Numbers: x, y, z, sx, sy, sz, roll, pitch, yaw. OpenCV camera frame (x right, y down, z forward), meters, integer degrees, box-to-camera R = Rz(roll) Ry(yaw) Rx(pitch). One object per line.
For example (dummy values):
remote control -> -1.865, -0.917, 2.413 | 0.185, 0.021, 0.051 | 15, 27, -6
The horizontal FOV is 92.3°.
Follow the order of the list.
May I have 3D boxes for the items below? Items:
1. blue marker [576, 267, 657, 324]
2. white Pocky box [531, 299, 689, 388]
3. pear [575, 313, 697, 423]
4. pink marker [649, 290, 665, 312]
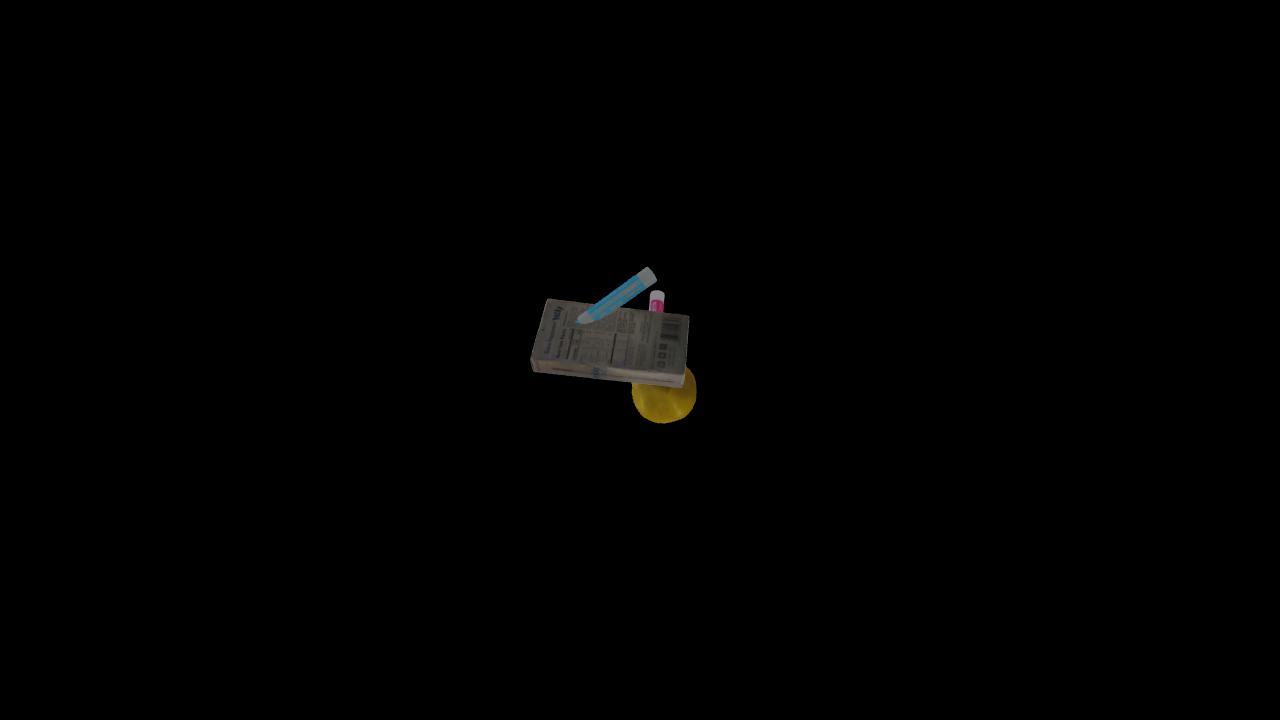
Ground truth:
blue marker -> -0.036, -0.055, 0.640 | 0.121, 0.020, 0.020 | -36, 3, -5
white Pocky box -> -0.028, -0.018, 0.633 | 0.154, 0.084, 0.028 | 7, -37, 2
pear -> 0.021, 0.025, 0.723 | 0.080, 0.080, 0.111 | 0, -33, 25
pink marker -> 0.017, -0.031, 0.749 | 0.020, 0.121, 0.020 | 4, -30, 2
